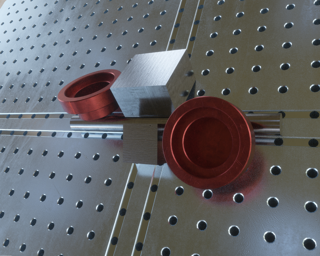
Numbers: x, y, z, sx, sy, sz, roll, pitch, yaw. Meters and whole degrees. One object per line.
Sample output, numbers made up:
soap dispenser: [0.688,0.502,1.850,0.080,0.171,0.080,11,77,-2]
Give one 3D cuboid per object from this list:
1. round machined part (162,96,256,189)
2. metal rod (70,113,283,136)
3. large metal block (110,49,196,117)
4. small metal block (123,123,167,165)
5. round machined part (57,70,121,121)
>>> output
round machined part: [0.056,0.016,0.342,0.098,0.042,0.097,-2,86,28]
metal rod: [0.001,-0.006,0.412,0.300,0.025,0.025,1,62,28]
large metal block: [-0.006,-0.060,0.418,0.080,0.050,0.080,1,44,28]
small metal block: [-0.019,0.019,0.394,0.050,0.025,0.050,1,91,28]
round machined part: [-0.096,-0.046,0.460,0.098,0.042,0.098,-13,32,8]
